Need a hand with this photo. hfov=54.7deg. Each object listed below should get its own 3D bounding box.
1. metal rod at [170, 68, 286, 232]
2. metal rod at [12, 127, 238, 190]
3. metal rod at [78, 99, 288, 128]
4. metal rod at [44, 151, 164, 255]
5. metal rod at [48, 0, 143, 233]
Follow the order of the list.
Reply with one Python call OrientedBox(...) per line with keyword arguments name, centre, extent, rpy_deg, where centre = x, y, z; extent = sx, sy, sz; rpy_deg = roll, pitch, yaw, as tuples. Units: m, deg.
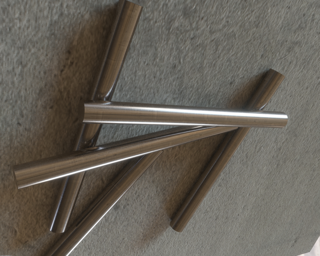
OrientedBox(name="metal rod", centre=(0.100, 0.044, 0.490), extent=(0.025, 0.025, 0.298), rpy_deg=(19, 108, -36))
OrientedBox(name="metal rod", centre=(-0.019, 0.021, 0.388), extent=(0.303, 0.025, 0.025), rpy_deg=(-13, 124, -30))
OrientedBox(name="metal rod", centre=(0.051, -0.015, 0.393), extent=(0.303, 0.025, 0.025), rpy_deg=(1, 118, -29))
OrientedBox(name="metal rod", centre=(-0.104, 0.134, 0.433), extent=(0.300, 0.025, 0.025), rpy_deg=(-48, 129, 5))
OrientedBox(name="metal rod", centre=(-0.083, 0.002, 0.363), extent=(0.025, 0.025, 0.298), rpy_deg=(9, 114, -33))
